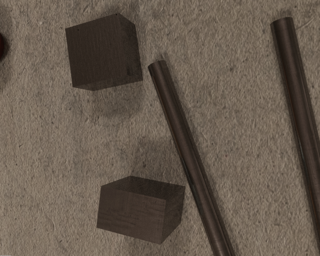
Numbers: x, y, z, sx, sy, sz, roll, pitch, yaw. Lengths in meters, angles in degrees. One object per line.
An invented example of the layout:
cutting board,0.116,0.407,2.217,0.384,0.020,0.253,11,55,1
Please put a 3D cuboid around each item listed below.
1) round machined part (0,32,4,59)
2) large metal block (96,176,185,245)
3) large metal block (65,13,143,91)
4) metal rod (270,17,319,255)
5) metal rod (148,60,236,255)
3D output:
round machined part,-0.295,-0.136,0.502,0.098,0.042,0.097,0,90,19
large metal block,-0.020,0.097,0.386,0.080,0.080,0.050,8,93,19
large metal block,-0.075,-0.099,0.421,0.080,0.050,0.080,-9,87,19
metal rod,0.168,0.023,0.349,0.025,0.025,0.298,-12,86,19
metal rod,0.044,0.056,0.392,0.025,0.025,0.299,-21,83,18
